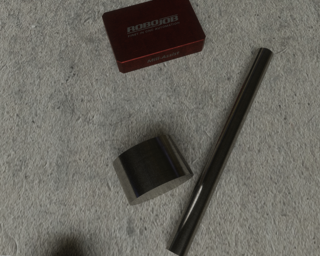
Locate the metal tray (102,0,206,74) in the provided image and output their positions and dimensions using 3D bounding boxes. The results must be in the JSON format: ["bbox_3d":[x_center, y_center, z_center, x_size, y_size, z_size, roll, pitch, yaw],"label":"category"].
[{"bbox_3d":[-0.010,-0.141,0.457,0.131,0.030,0.090,-17,71,-7],"label":"metal tray"}]

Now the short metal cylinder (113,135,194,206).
[{"bbox_3d":[-0.008,0.050,0.361,0.080,0.080,0.050,-24,72,-8],"label":"short metal cylinder"}]

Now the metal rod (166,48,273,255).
[{"bbox_3d":[0.085,0.018,0.401,0.025,0.025,0.300,25,72,9],"label":"metal rod"}]
